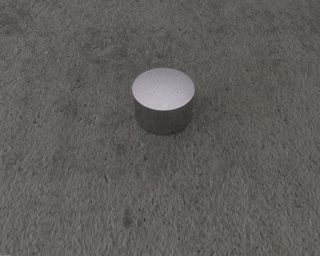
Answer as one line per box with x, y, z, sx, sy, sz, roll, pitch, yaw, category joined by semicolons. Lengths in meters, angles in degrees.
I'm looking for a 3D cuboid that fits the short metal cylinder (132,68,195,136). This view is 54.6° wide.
0.005;-0.036;0.417;0.080;0.050;0.080;0;50;0;short metal cylinder
